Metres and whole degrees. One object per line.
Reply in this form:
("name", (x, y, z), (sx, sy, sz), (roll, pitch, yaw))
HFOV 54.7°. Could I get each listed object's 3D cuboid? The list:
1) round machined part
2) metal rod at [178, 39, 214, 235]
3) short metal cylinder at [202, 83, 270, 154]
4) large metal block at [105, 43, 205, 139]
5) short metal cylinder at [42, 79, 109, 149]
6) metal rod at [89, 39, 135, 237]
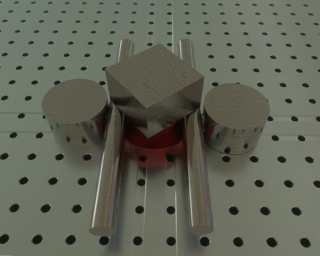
("round machined part", (-0.007, -0.011, 0.406), (0.099, 0.042, 0.098), (0, 50, 0))
("metal rod", (0.040, -0.016, 0.394), (0.025, 0.025, 0.300), (0, 50, 0))
("short metal cylinder", (0.095, -0.013, 0.402), (0.080, 0.050, 0.080), (0, 50, 0))
("large metal block", (-0.007, -0.047, 0.369), (0.081, 0.050, 0.080), (-31, 57, -24))
("short metal cylinder", (-0.107, -0.019, 0.407), (0.080, 0.050, 0.080), (0, 50, 0))
("metal rod", (-0.054, -0.015, 0.393), (0.025, 0.025, 0.300), (0, 50, 0))
